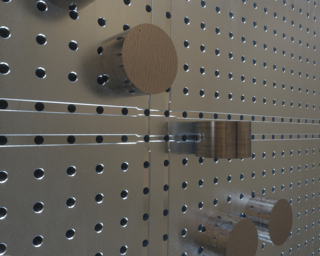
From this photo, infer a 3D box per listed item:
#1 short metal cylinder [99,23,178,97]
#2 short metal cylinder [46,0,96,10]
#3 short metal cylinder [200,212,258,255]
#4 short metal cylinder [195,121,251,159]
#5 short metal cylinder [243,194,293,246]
[{"bbox_3d":[-0.025,-0.078,0.371,0.081,0.050,0.079,0,90,-40],"label":"short metal cylinder"},{"bbox_3d":[-0.088,-0.169,0.318,0.081,0.050,0.079,0,90,-40],"label":"short metal cylinder"},{"bbox_3d":[0.109,0.177,0.484,0.081,0.050,0.079,0,90,-40],"label":"short metal cylinder"},{"bbox_3d":[0.091,0.015,0.449,0.081,0.080,0.050,0,91,-40],"label":"short metal cylinder"},{"bbox_3d":[0.194,0.163,0.555,0.081,0.050,0.079,0,90,-40],"label":"short metal cylinder"}]
